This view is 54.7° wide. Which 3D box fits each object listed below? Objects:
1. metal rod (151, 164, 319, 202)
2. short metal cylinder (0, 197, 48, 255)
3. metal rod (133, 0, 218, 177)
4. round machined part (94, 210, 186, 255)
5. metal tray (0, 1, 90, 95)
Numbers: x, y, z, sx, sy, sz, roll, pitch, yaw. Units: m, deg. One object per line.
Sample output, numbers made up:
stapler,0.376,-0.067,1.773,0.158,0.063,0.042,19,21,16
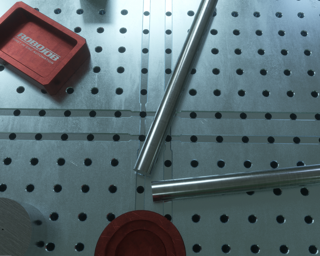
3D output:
metal rod,0.141,0.064,0.389,0.302,0.025,0.025,-5,70,-3
short metal cylinder,-0.177,0.122,0.352,0.081,0.050,0.080,0,70,0
metal rod,0.029,-0.075,0.439,0.025,0.025,0.300,19,71,6
round machined part,-0.021,0.144,0.350,0.099,0.042,0.098,0,70,-1
metal tray,-0.181,-0.118,0.449,0.130,0.030,0.090,32,73,10
